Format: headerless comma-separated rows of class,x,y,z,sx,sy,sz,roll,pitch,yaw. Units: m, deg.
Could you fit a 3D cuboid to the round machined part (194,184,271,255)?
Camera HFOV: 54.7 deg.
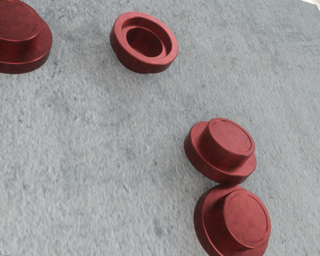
round machined part,0.094,0.113,0.376,0.099,0.042,0.098,14,56,-21

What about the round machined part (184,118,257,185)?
round machined part,0.085,0.024,0.409,0.099,0.042,0.098,17,39,-14

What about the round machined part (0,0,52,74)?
round machined part,-0.179,-0.116,0.367,0.099,0.042,0.098,14,56,-21

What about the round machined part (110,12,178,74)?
round machined part,-0.026,-0.119,0.453,0.099,0.042,0.098,14,56,-21
